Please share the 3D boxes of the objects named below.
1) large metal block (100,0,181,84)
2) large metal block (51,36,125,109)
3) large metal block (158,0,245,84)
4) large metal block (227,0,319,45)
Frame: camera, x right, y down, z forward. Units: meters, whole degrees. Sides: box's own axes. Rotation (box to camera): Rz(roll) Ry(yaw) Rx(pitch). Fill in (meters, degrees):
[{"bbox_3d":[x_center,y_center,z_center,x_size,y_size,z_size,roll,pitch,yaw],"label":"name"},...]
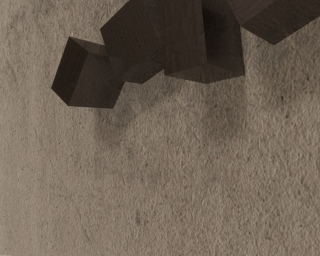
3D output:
[{"bbox_3d":[-0.025,-0.114,0.407,0.080,0.050,0.080,-30,72,36],"label":"large metal block"},{"bbox_3d":[-0.097,-0.076,0.447,0.050,0.081,0.079,41,115,32],"label":"large metal block"},{"bbox_3d":[0.046,-0.095,0.330,0.050,0.081,0.080,-8,85,39],"label":"large metal block"},{"bbox_3d":[0.113,-0.125,0.275,0.080,0.081,0.050,-32,71,35],"label":"large metal block"}]
